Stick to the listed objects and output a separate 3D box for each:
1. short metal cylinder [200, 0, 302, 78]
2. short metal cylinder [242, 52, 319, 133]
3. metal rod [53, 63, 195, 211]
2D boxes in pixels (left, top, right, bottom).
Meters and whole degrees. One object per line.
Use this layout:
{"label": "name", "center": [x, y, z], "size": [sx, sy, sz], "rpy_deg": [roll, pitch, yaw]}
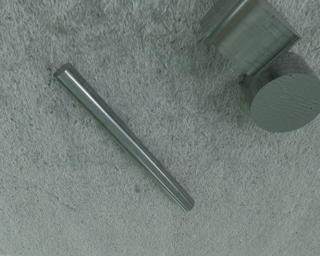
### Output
{"label": "short metal cylinder", "center": [0.085, -0.094, 0.292], "size": [0.080, 0.080, 0.050], "rpy_deg": [30, 124, -23]}
{"label": "short metal cylinder", "center": [0.140, -0.041, 0.358], "size": [0.081, 0.050, 0.079], "rpy_deg": [0, 130, 0]}
{"label": "metal rod", "center": [-0.032, 0.031, 0.433], "size": [0.025, 0.025, 0.300], "rpy_deg": [-25, 126, 20]}
